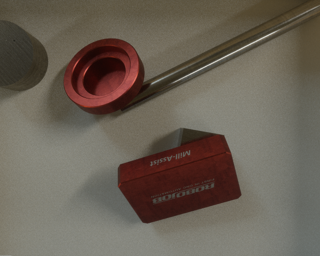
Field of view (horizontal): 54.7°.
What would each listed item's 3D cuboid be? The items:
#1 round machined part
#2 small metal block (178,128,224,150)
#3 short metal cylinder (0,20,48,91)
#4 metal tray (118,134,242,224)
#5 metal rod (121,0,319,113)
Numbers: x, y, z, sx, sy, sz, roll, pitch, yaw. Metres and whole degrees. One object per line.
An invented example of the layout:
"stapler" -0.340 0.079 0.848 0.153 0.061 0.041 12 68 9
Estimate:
"round machined part" -0.066 -0.060 0.389 0.098 0.042 0.098 -6 65 14
"small metal block" 0.051 0.016 0.400 0.050 0.050 0.025 10 90 -1
"short metal cylinder" -0.192 -0.090 0.396 0.081 0.050 0.079 0 90 -1
"metal tray" 0.026 0.065 0.376 0.131 0.030 0.090 -18 130 7
"metal rod" 0.080 -0.098 0.412 0.301 0.025 0.025 -27 90 -1
